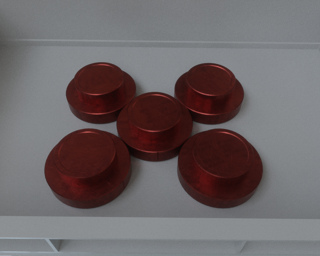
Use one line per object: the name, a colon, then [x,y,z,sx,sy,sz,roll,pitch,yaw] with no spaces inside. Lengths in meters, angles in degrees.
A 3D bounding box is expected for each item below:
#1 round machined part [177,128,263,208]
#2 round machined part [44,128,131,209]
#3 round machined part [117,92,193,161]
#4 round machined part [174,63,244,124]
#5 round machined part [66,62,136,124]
round machined part: [0.070,0.039,0.361,0.099,0.042,0.098,0,50,0]
round machined part: [-0.083,0.039,0.358,0.099,0.042,0.098,0,50,0]
round machined part: [-0.007,-0.009,0.399,0.099,0.042,0.098,0,50,0]
round machined part: [0.070,-0.055,0.440,0.099,0.042,0.098,0,50,0]
round machined part: [-0.084,-0.056,0.438,0.099,0.042,0.098,0,50,0]
